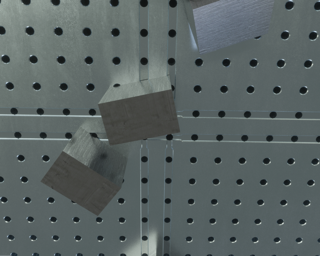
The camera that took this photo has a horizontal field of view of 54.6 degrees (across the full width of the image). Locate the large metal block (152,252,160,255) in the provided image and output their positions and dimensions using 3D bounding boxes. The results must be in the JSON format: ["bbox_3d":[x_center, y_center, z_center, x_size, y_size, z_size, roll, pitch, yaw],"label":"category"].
[{"bbox_3d":[-0.009,0.262,0.497,0.080,0.050,0.080,-40,106,13],"label":"large metal block"}]

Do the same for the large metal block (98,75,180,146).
[{"bbox_3d":[-0.022,-0.024,0.375,0.080,0.080,0.050,-11,110,4],"label":"large metal block"}]

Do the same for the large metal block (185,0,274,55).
[{"bbox_3d":[0.071,-0.131,0.329,0.080,0.080,0.050,-17,69,6],"label":"large metal block"}]

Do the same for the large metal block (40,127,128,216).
[{"bbox_3d":[-0.093,0.053,0.403,0.080,0.080,0.050,36,106,-12],"label":"large metal block"}]
